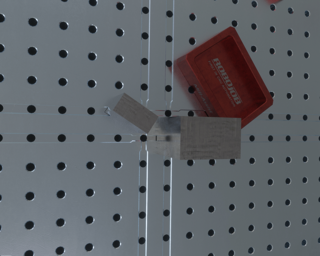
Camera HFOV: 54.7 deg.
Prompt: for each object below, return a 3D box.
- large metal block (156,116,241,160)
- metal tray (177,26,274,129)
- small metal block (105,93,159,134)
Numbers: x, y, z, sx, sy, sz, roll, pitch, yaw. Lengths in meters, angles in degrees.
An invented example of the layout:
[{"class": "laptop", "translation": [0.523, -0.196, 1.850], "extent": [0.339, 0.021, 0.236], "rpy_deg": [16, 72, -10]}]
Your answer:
[{"class": "large metal block", "translation": [0.047, 0.012, 0.401], "extent": [0.081, 0.080, 0.050], "rpy_deg": [1, 90, -20]}, {"class": "metal tray", "translation": [0.096, -0.066, 0.445], "extent": [0.090, 0.030, 0.130], "rpy_deg": [-36, 102, -17]}, {"class": "small metal block", "translation": [-0.036, -0.017, 0.386], "extent": [0.050, 0.050, 0.025], "rpy_deg": [35, 79, -17]}]
